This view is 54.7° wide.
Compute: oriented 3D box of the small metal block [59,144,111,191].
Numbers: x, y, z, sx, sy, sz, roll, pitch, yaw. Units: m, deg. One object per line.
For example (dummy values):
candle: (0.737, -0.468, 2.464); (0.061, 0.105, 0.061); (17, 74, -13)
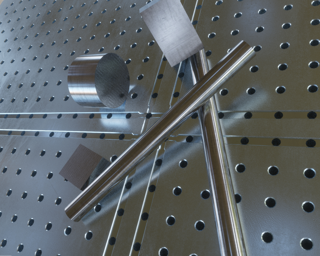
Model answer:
small metal block: (-0.102, 0.056, 0.425); (0.050, 0.025, 0.050); (24, 74, 36)

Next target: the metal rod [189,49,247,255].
metal rod: (0.062, 0.018, 0.363); (0.025, 0.025, 0.299); (-17, 55, 18)

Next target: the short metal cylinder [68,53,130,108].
short metal cylinder: (-0.089, -0.070, 0.461); (0.050, 0.080, 0.080); (4, 64, 30)

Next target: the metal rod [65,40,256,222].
metal rod: (-0.004, 0.008, 0.381); (0.300, 0.025, 0.025); (-43, 51, 6)

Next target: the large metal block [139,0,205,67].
large metal block: (0.014, -0.140, 0.432); (0.050, 0.080, 0.080); (-30, 23, 9)
